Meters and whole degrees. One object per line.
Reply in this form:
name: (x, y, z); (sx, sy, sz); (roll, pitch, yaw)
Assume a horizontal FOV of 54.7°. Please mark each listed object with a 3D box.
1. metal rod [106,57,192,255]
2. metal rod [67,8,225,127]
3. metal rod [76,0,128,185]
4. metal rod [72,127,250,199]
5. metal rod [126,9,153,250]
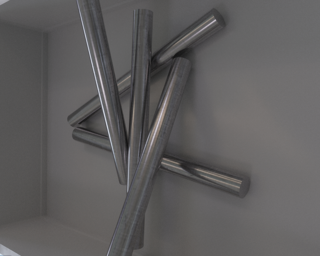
metal rod: (-0.017, 0.054, 0.341); (0.025, 0.025, 0.299); (3, 67, 40)
metal rod: (-0.040, -0.069, 0.439); (0.299, 0.025, 0.025); (-28, 73, 36)
metal rod: (-0.067, -0.065, 0.371); (0.025, 0.025, 0.298); (10, 119, 39)
metal rod: (-0.023, 0.037, 0.425); (0.300, 0.025, 0.025); (13, 99, 39)
metal rod: (-0.027, 0.003, 0.395); (0.025, 0.025, 0.298); (4, 93, 40)
